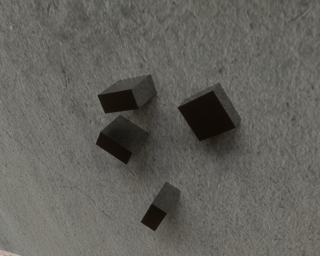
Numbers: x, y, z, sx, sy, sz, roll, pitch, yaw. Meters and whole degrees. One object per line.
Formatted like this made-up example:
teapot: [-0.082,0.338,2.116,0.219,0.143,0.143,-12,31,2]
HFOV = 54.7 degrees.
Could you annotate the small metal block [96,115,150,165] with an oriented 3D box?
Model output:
small metal block: [-0.050,0.015,0.425,0.050,0.050,0.025,33,129,6]

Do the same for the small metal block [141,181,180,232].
small metal block: [0.001,0.116,0.461,0.025,0.050,0.050,32,128,7]

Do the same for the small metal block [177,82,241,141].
small metal block: [0.058,-0.018,0.364,0.050,0.025,0.050,-25,105,36]

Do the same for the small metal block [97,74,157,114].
small metal block: [-0.040,-0.043,0.384,0.050,0.050,0.025,-6,116,30]
